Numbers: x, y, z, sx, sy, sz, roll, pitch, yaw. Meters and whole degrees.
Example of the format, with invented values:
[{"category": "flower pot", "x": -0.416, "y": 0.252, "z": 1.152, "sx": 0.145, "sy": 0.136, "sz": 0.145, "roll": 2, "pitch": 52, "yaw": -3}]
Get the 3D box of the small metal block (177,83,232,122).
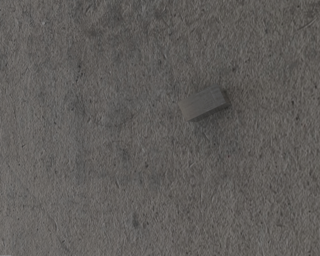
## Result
[{"category": "small metal block", "x": 0.055, "y": -0.029, "z": 0.376, "sx": 0.050, "sy": 0.050, "sz": 0.025, "roll": -26, "pitch": 82, "yaw": 18}]
